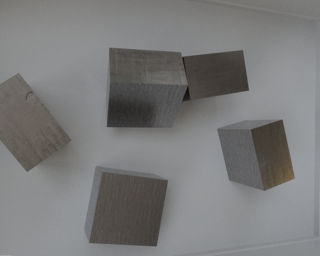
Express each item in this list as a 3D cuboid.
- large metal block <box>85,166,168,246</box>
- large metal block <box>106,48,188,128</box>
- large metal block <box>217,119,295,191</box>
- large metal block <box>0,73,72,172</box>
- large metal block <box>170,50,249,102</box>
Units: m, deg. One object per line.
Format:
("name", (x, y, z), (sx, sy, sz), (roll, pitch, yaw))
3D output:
("large metal block", (-0.043, 0.095, 0.382), (0.081, 0.050, 0.080), (11, 86, -20))
("large metal block", (-0.020, -0.043, 0.361), (0.081, 0.080, 0.050), (1, 56, -12))
("large metal block", (0.130, 0.034, 0.429), (0.050, 0.080, 0.080), (-16, 96, -19))
("large metal block", (-0.143, -0.005, 0.329), (0.050, 0.080, 0.080), (-38, 103, -16))
("large metal block", (0.054, -0.063, 0.401), (0.081, 0.080, 0.050), (-11, 94, -20))
